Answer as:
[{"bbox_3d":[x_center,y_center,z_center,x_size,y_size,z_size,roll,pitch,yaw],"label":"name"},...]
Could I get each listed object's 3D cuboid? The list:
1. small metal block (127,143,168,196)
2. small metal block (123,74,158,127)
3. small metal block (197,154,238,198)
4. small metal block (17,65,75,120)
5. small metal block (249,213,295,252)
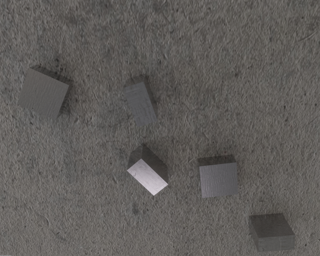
[{"bbox_3d":[-0.016,0.054,0.416,0.025,0.050,0.050,-41,105,13],"label":"small metal block"},{"bbox_3d":[-0.023,-0.036,0.383,0.025,0.050,0.050,-17,109,6],"label":"small metal block"},{"bbox_3d":[0.081,0.068,0.435,0.050,0.025,0.050,-7,110,2],"label":"small metal block"},{"bbox_3d":[-0.144,-0.045,0.392,0.050,0.025,0.050,24,108,-9],"label":"small metal block"},{"bbox_3d":[0.162,0.152,0.454,0.050,0.050,0.025,-5,110,2],"label":"small metal block"}]
